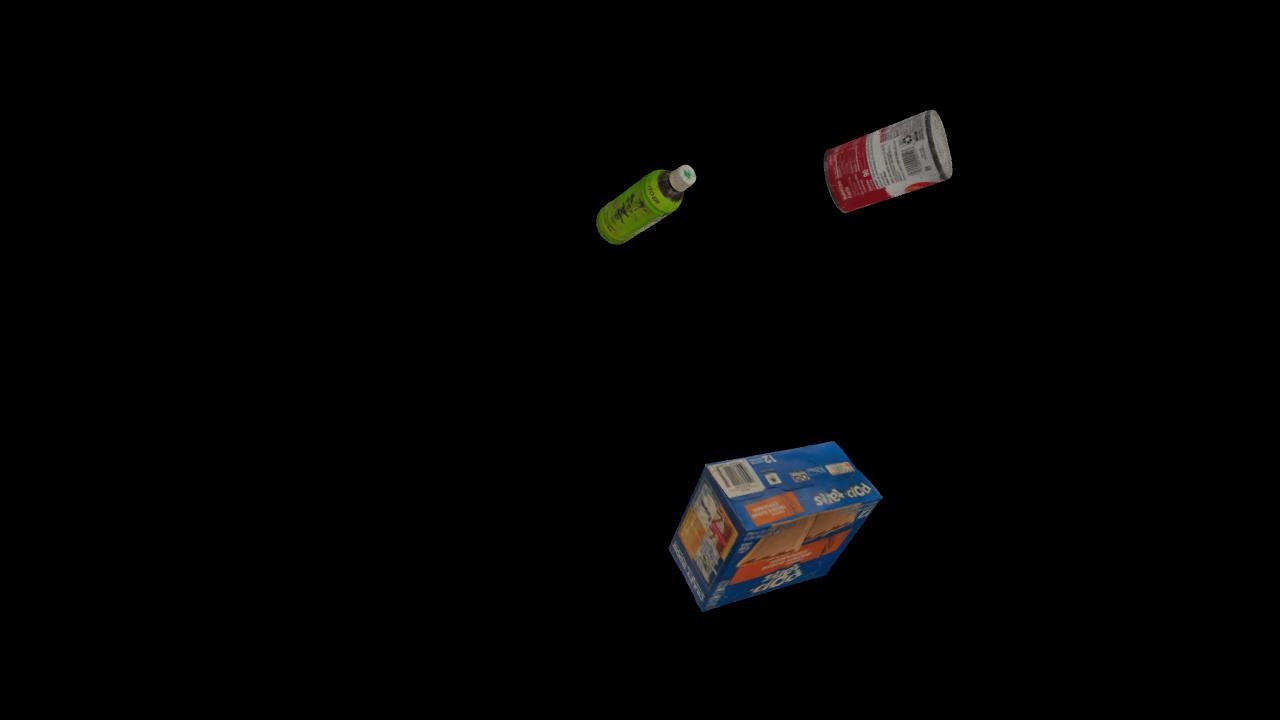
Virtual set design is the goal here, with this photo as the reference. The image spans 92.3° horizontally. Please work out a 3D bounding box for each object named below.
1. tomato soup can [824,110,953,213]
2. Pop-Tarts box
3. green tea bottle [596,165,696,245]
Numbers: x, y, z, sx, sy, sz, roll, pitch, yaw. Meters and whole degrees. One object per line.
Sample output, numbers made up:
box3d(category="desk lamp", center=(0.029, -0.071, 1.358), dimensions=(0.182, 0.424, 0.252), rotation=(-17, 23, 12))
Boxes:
box3d(category="tomato soup can", center=(0.240, -0.191, 0.595), dimensions=(0.101, 0.068, 0.068), rotation=(-13, -8, 40))
box3d(category="Pop-Tarts box", center=(0.135, 0.170, 0.635), dimensions=(0.167, 0.141, 0.083), rotation=(-4, 42, -26))
box3d(category="green tea bottle", center=(0.011, -0.246, 0.963), dimensions=(0.073, 0.073, 0.212), rotation=(0, -10, -36))
